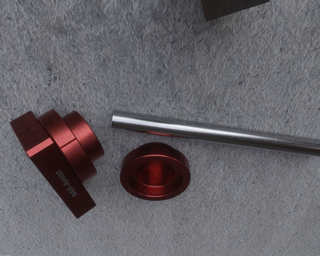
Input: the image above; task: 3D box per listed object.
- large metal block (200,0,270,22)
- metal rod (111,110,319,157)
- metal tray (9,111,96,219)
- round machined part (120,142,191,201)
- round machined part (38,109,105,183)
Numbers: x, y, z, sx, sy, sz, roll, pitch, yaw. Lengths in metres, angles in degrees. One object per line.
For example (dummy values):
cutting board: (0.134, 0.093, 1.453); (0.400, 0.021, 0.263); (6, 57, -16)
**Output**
large metal block: (0.048, -0.145, 0.248); (0.050, 0.080, 0.080); (-15, 129, 12)
metal rod: (0.088, 0.009, 0.416); (0.302, 0.025, 0.025); (8, 130, -7)
metal tray: (-0.138, 0.049, 0.404); (0.030, 0.090, 0.129); (-35, 131, -18)
round machined part: (-0.007, 0.058, 0.446); (0.099, 0.042, 0.097); (0, 130, 0)
round machined part: (-0.105, 0.017, 0.386); (0.042, 0.098, 0.098); (-35, 131, -18)
